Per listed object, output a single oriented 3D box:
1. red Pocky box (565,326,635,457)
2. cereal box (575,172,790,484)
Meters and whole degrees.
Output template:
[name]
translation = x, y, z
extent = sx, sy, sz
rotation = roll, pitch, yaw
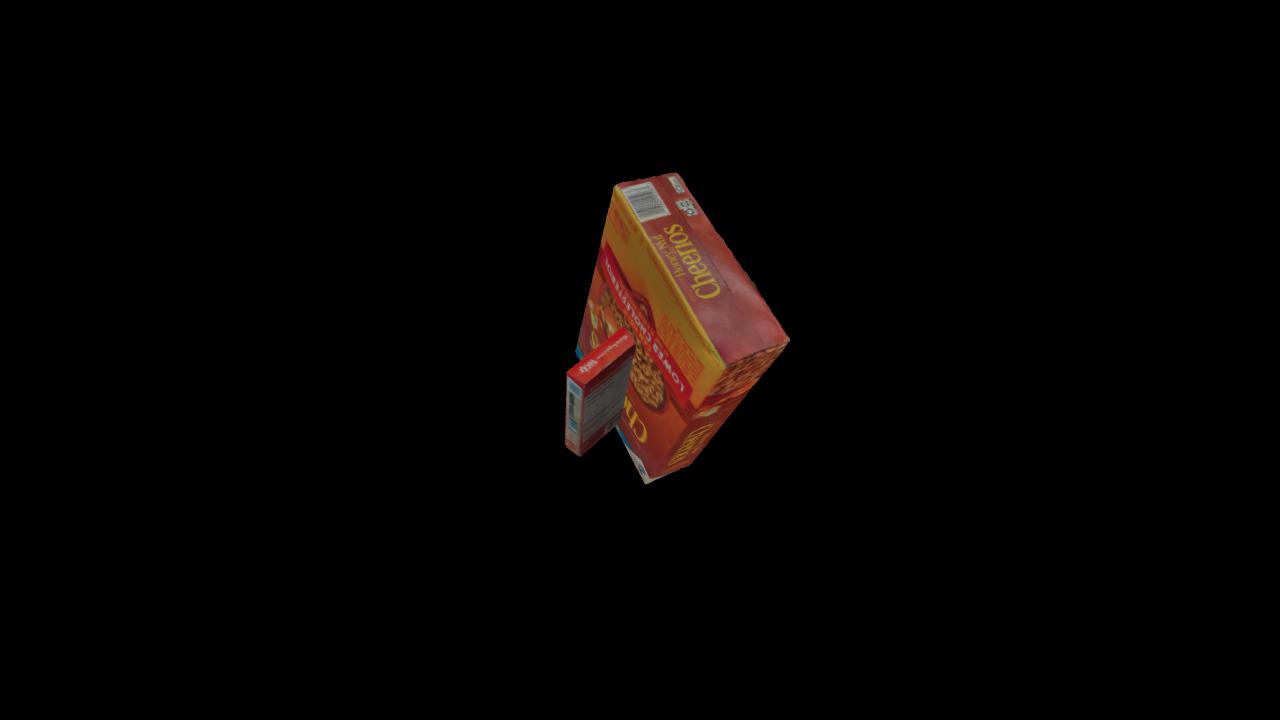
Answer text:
[red Pocky box]
translation = -0.042, 0.037, 0.652
extent = 0.083, 0.028, 0.155
rotation = -39, -22, -29
[cereal box]
translation = 0.019, -0.013, 0.652
extent = 0.081, 0.203, 0.306
rotation = -20, -22, -23
